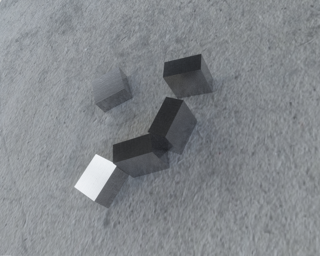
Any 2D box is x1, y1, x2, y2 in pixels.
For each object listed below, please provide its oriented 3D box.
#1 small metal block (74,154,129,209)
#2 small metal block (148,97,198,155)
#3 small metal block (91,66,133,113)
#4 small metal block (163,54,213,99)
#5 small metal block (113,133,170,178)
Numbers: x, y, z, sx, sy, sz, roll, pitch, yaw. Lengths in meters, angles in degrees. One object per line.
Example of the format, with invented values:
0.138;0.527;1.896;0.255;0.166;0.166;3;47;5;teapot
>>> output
-0.074;0.067;0.394;0.050;0.025;0.050;17;70;46;small metal block
0.017;-0.002;0.379;0.025;0.050;0.050;15;70;34;small metal block
-0.075;-0.060;0.478;0.050;0.025;0.050;-26;53;11;small metal block
0.038;-0.067;0.408;0.050;0.050;0.025;-8;58;23;small metal block
-0.022;0.035;0.377;0.050;0.050;0.025;-18;55;17;small metal block
